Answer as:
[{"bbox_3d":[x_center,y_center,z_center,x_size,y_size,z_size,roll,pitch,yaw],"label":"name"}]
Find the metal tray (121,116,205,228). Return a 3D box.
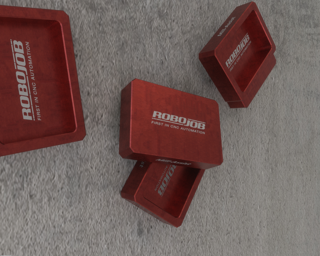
[{"bbox_3d":[0.016,0.053,0.414,0.090,0.030,0.130,41,65,-32],"label":"metal tray"}]

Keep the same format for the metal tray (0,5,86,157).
[{"bbox_3d":[-0.126,-0.045,0.294,0.091,0.030,0.129,-12,98,-39],"label":"metal tray"}]

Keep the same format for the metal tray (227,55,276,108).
[{"bbox_3d":[0.142,-0.106,0.520,0.130,0.030,0.090,-51,120,-28],"label":"metal tray"}]

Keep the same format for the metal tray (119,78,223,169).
[{"bbox_3d":[0.016,-0.002,0.385,0.131,0.030,0.090,11,66,-29],"label":"metal tray"}]

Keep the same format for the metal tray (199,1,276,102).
[{"bbox_3d":[0.119,-0.113,0.460,0.090,0.030,0.130,52,60,-27],"label":"metal tray"}]
